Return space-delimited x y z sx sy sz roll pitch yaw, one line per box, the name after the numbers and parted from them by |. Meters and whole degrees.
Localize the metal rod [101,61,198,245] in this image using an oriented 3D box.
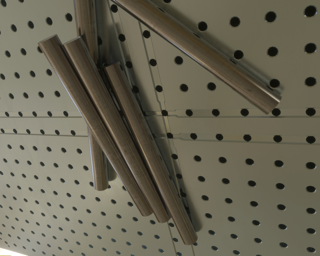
-0.007 0.048 0.443 0.025 0.025 0.299 -10 114 32 | metal rod

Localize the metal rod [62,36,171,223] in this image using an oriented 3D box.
-0.048 0.020 0.429 0.025 0.025 0.299 -8 120 31 | metal rod

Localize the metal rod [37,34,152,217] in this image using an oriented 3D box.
-0.076 0.014 0.434 0.025 0.025 0.299 -7 123 31 | metal rod

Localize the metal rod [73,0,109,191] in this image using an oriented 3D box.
-0.094 -0.028 0.441 0.025 0.025 0.298 15 125 19 | metal rod

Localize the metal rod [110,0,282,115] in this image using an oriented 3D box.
0.002 -0.114 0.338 0.300 0.025 0.025 37 129 3 | metal rod
